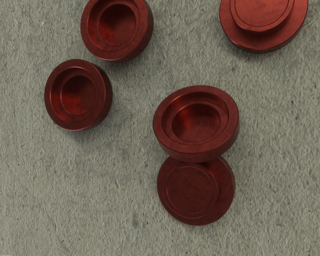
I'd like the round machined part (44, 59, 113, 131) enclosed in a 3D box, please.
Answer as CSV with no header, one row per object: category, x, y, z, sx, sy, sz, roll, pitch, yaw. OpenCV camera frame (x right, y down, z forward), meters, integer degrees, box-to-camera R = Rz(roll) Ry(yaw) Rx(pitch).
round machined part,-0.110,-0.045,0.439,0.098,0.042,0.097,0,90,20

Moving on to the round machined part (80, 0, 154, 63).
round machined part,-0.054,-0.136,0.419,0.098,0.042,0.097,0,90,20

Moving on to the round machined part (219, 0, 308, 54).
round machined part,0.118,-0.139,0.358,0.098,0.042,0.097,0,90,20

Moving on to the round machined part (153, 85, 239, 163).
round machined part,0.044,-0.001,0.368,0.098,0.042,0.098,-8,53,11

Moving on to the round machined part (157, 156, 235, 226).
round machined part,0.042,0.073,0.385,0.098,0.042,0.097,0,90,20
